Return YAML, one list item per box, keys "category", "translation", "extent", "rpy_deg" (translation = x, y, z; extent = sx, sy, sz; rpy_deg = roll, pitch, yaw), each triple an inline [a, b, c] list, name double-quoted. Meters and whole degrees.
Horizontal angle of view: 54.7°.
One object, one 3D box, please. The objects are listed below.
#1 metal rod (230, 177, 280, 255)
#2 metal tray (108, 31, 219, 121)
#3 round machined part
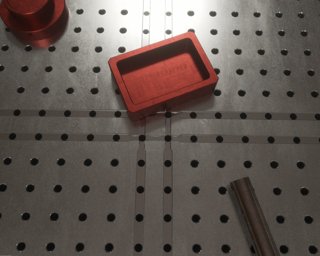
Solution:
- category: "metal rod"
  translation: [0.142, 0.200, 0.340]
  extent: [0.025, 0.025, 0.299]
  rpy_deg: [-16, 71, -6]
- category: "metal tray"
  translation: [0.004, -0.074, 0.436]
  extent: [0.131, 0.030, 0.090]
  rpy_deg: [-21, 72, -8]
- category: "round machined part"
  translation: [-0.193, -0.186, 0.468]
  extent: [0.099, 0.042, 0.098]
  rpy_deg: [0, 70, -1]
